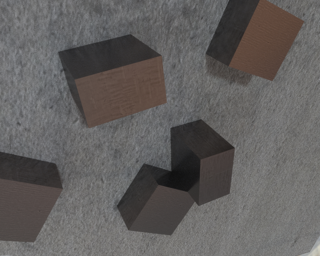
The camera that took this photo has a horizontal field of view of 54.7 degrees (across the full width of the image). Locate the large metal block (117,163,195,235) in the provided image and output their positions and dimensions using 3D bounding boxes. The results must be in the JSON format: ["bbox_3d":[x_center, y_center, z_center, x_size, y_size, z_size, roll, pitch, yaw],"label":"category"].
[{"bbox_3d":[-0.003,0.107,0.457,0.080,0.050,0.080,22,107,-37],"label":"large metal block"}]

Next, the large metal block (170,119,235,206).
[{"bbox_3d":[0.056,0.046,0.432,0.050,0.080,0.079,-16,125,-20],"label":"large metal block"}]

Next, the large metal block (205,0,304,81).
[{"bbox_3d":[0.117,-0.113,0.387,0.081,0.050,0.079,9,114,-33],"label":"large metal block"}]

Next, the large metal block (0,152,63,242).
[{"bbox_3d":[-0.168,0.078,0.347,0.080,0.050,0.080,20,108,-36],"label":"large metal block"}]

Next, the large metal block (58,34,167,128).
[{"bbox_3d":[-0.049,-0.052,0.314,0.081,0.080,0.050,-20,126,-17],"label":"large metal block"}]
